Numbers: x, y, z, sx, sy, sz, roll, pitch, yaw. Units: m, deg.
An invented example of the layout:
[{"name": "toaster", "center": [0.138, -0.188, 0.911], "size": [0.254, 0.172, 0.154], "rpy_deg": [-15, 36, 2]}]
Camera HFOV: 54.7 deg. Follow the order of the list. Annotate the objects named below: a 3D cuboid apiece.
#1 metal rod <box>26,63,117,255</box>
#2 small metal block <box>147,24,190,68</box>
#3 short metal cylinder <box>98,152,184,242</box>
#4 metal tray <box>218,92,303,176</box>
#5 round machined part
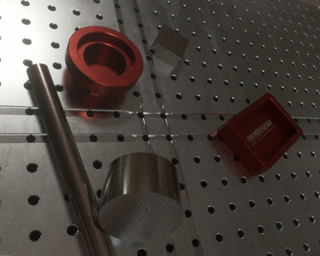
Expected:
[{"name": "metal rod", "center": [-0.087, 0.059, 0.326], "size": [0.025, 0.025, 0.299], "rpy_deg": [-13, 68, -34]}, {"name": "small metal block", "center": [0.015, -0.132, 0.498], "size": [0.050, 0.025, 0.050], "rpy_deg": [30, 52, -10]}, {"name": "short metal cylinder", "center": [-0.019, 0.071, 0.313], "size": [0.081, 0.079, 0.050], "rpy_deg": [18, 35, -18]}, {"name": "metal tray", "center": [0.162, 0.006, 0.491], "size": [0.131, 0.030, 0.090], "rpy_deg": [-31, 79, -38]}, {"name": "round machined part", "center": [-0.075, -0.083, 0.409], "size": [0.099, 0.042, 0.098], "rpy_deg": [14, 56, -21]}]
